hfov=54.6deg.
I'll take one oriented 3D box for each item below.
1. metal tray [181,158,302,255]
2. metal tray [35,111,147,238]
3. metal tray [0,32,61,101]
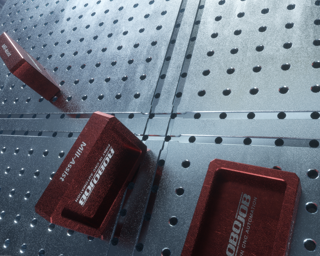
[{"bbox_3d":[0.078,0.101,0.302,0.090,0.030,0.130,8,66,31],"label":"metal tray"},{"bbox_3d":[-0.075,0.057,0.371,0.030,0.090,0.130,17,71,35],"label":"metal tray"},{"bbox_3d":[-0.244,-0.112,0.565,0.030,0.090,0.130,-45,51,-2],"label":"metal tray"}]
